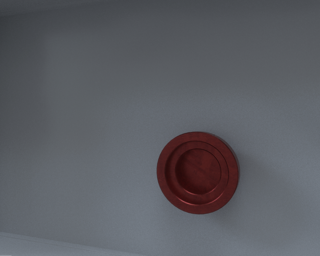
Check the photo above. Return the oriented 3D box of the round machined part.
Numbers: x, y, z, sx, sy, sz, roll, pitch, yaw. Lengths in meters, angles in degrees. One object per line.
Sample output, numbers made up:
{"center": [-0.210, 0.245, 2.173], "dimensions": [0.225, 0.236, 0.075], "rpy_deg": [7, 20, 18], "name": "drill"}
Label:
{"center": [0.049, 0.053, 0.384], "dimensions": [0.098, 0.042, 0.097], "rpy_deg": [0, 90, 19], "name": "round machined part"}
